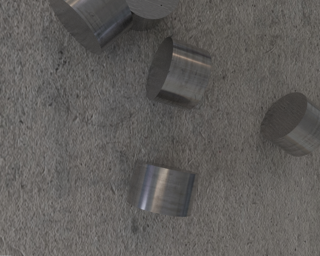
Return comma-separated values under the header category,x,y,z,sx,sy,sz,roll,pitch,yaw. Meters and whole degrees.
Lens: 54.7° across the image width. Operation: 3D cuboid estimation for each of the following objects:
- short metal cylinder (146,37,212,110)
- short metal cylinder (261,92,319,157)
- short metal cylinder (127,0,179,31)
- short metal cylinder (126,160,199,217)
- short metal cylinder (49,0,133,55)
category,x,y,z,sx,sy,sz,roll,pitch,yaw
short metal cylinder,0.022,-0.067,0.387,0.050,0.080,0.080,15,85,-20
short metal cylinder,0.197,-0.005,0.452,0.050,0.080,0.080,32,80,-17
short metal cylinder,-0.021,-0.168,0.388,0.081,0.050,0.080,0,90,-20
short metal cylinder,0.004,0.073,0.381,0.081,0.080,0.050,14,86,-20
short metal cylinder,-0.077,-0.130,0.351,0.050,0.080,0.080,-47,105,-14
